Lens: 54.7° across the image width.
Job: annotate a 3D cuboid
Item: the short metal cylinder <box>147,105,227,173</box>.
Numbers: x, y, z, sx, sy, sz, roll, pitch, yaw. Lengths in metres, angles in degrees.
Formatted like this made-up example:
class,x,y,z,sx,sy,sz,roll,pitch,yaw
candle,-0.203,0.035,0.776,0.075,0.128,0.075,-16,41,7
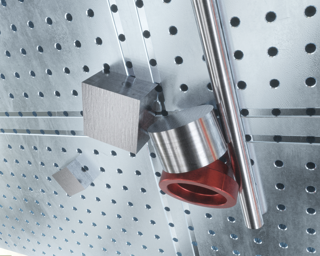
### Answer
class,x,y,z,sx,sy,sz,roll,pitch,yaw
short metal cylinder,0.032,0.011,0.361,0.080,0.080,0.050,-13,105,33

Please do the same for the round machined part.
class,x,y,z,sx,sy,sz,roll,pitch,yaw
round machined part,0.051,0.066,0.395,0.098,0.042,0.098,13,153,7

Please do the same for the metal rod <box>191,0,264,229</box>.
class,x,y,z,sx,sy,sz,roll,pitch,yaw
metal rod,0.085,-0.002,0.364,0.025,0.025,0.298,-4,117,30

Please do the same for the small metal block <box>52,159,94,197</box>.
class,x,y,z,sx,sy,sz,roll,pitch,yaw
small metal block,-0.153,0.088,0.544,0.050,0.025,0.050,-29,103,37

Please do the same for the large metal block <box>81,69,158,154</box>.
class,x,y,z,sx,sy,sz,roll,pitch,yaw
large metal block,-0.053,-0.023,0.407,0.080,0.050,0.079,18,126,17
